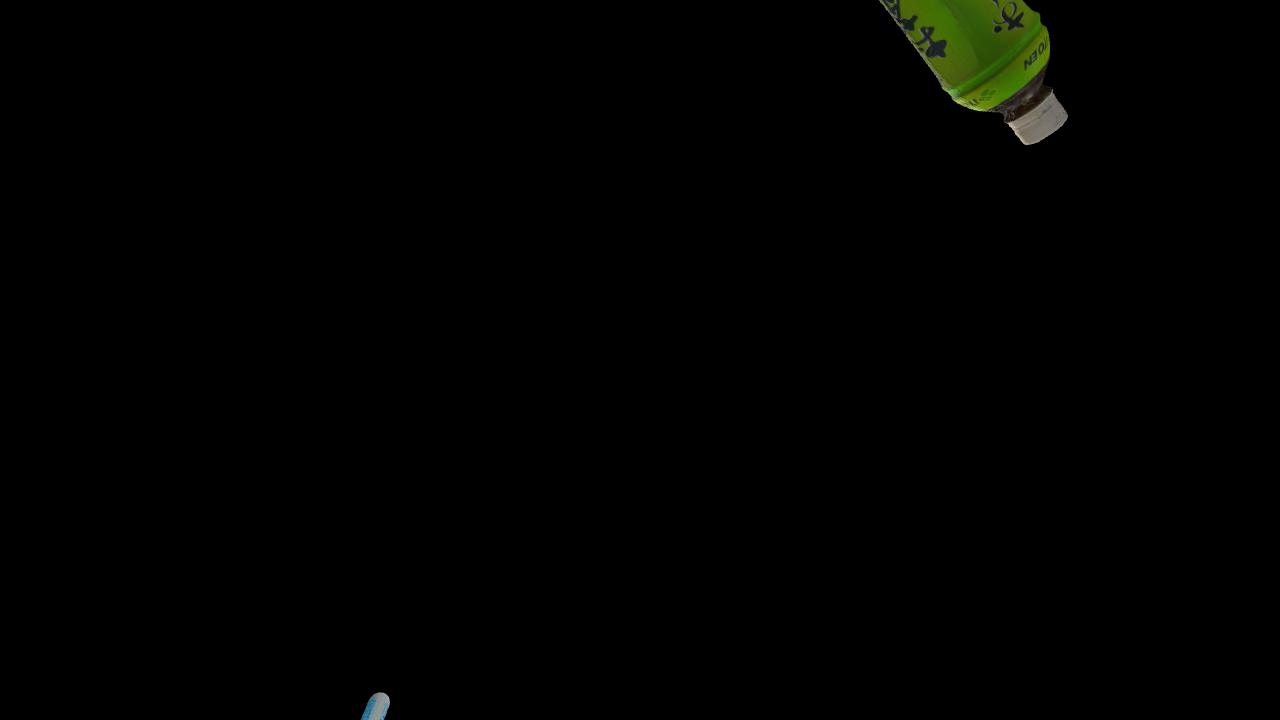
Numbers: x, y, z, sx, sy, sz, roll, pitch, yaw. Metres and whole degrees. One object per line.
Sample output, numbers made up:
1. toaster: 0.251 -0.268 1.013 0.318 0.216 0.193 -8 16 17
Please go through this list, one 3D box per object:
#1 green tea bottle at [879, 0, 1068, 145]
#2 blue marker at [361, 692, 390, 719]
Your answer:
1. green tea bottle: 0.220 -0.239 0.423 0.212 0.073 0.073 43 -10 -11
2. blue marker: -0.219 0.297 0.497 0.020 0.020 0.121 0 -11 -16
